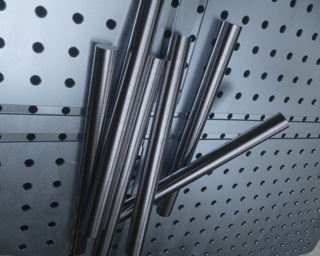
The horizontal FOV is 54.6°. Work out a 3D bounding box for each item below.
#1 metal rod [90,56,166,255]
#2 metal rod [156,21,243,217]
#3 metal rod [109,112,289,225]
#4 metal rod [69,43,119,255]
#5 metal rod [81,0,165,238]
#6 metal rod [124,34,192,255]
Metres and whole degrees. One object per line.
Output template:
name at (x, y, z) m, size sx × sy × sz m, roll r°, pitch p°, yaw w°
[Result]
metal rod at (-0.047, 0.055, 0.399) m, size 0.025 × 0.025 × 0.298 m, roll 7°, pitch 109°, yaw -31°
metal rod at (0.047, 0.003, 0.437) m, size 0.025 × 0.025 × 0.298 m, roll 4°, pitch 117°, yaw -30°
metal rod at (0.041, 0.065, 0.438) m, size 0.300 × 0.025 × 0.025 m, roll -31°, pitch 129°, yaw 5°
metal rod at (-0.088, 0.045, 0.390) m, size 0.025 × 0.025 × 0.298 m, roll -1°, pitch 119°, yaw -28°
metal rod at (-0.048, -0.002, 0.363) m, size 0.025 × 0.025 × 0.298 m, roll 7°, pitch 109°, yaw -31°
metal rod at (-0.006, 0.034, 0.398) m, size 0.025 × 0.025 × 0.298 m, roll 4°, pitch 108°, yaw -30°
